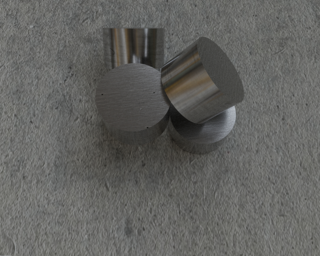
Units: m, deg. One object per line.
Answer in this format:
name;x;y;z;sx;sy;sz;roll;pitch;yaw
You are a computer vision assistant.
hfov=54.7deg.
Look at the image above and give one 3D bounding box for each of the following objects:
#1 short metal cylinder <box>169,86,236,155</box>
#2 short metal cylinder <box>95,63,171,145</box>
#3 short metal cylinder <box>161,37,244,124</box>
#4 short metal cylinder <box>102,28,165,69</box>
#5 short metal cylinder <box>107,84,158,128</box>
short metal cylinder;0.052;-0.011;0.400;0.081;0.050;0.080;0;70;0
short metal cylinder;-0.028;-0.026;0.351;0.081;0.050;0.080;0;70;0
short metal cylinder;0.047;-0.051;0.339;0.050;0.081;0.080;-32;67;34
short metal cylinder;-0.034;-0.107;0.412;0.081;0.080;0.050;0;109;0
short metal cylinder;-0.039;-0.030;0.406;0.081;0.050;0.080;0;70;0
